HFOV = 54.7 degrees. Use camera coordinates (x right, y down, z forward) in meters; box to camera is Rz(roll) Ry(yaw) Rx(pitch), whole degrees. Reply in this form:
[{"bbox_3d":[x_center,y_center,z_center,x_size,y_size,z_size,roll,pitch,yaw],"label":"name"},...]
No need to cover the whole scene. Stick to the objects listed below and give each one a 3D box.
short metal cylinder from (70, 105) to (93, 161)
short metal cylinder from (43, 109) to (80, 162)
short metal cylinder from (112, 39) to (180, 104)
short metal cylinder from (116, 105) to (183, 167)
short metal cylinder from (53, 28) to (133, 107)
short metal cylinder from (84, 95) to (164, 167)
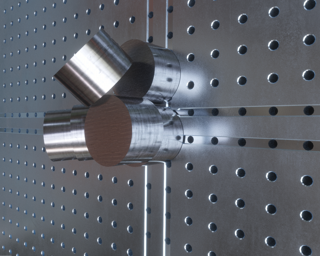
[{"bbox_3d":[-0.091,0.005,0.439,0.050,0.080,0.080,-5,86,-2],"label":"short metal cylinder"},{"bbox_3d":[-0.143,0.010,0.483,0.050,0.080,0.080,-6,85,-2],"label":"short metal cylinder"},{"bbox_3d":[-0.020,-0.072,0.409,0.080,0.050,0.079,0,90,40],"label":"short metal cylinder"},{"bbox_3d":[-0.017,0.009,0.406,0.080,0.050,0.080,0,90,40],"label":"short metal cylinder"},{"bbox_3d":[-0.078,-0.070,0.364,0.080,0.080,0.050,-30,115,36],"label":"short metal cylinder"},{"bbox_3d":[-0.043,0.003,0.361,0.080,0.050,0.080,0,90,40],"label":"short metal cylinder"}]
